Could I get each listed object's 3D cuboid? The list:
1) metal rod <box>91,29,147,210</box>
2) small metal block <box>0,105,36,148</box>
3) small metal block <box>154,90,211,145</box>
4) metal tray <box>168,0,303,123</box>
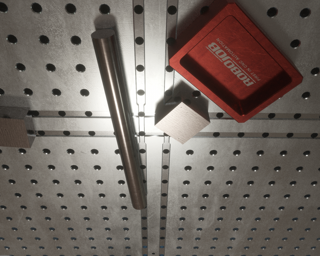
[{"bbox_3d":[-0.047,0.014,0.422,0.025,0.025,0.298,-4,130,3],"label":"metal rod"},{"bbox_3d":[-0.197,-0.001,0.408,0.050,0.025,0.050,4,130,-4],"label":"small metal block"},{"bbox_3d":[0.028,-0.013,0.402,0.050,0.025,0.050,34,122,-26],"label":"small metal block"},{"bbox_3d":[0.084,-0.071,0.348,0.130,0.030,0.090,35,122,-27],"label":"metal tray"}]
